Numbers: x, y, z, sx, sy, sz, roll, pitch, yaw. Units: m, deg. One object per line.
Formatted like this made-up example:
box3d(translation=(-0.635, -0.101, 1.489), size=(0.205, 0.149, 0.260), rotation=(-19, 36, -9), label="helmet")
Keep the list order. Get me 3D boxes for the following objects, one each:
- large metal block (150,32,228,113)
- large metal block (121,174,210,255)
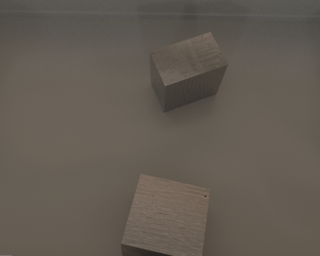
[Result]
box3d(translation=(0.034, -0.070, 0.406), size=(0.080, 0.080, 0.050), rotation=(-20, 72, -8), label="large metal block")
box3d(translation=(0.007, 0.106, 0.346), size=(0.080, 0.050, 0.080), rotation=(12, 53, 4), label="large metal block")
